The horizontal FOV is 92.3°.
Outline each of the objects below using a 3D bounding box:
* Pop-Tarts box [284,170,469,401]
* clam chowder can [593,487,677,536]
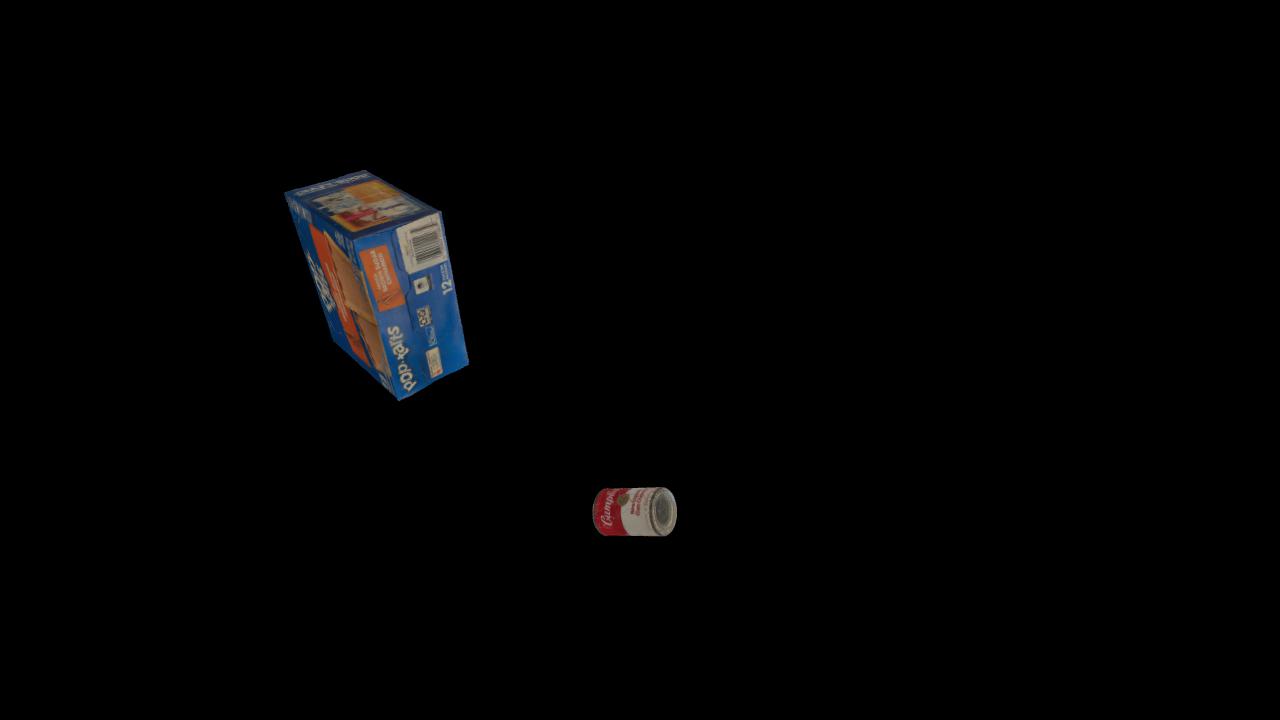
[{"bbox_3d":[-0.246,-0.073,0.585,0.141,0.167,0.083,31,45,34],"label":"Pop-Tarts box"},{"bbox_3d":[-0.007,0.214,0.868,0.102,0.068,0.068,-9,-5,33],"label":"clam chowder can"}]
